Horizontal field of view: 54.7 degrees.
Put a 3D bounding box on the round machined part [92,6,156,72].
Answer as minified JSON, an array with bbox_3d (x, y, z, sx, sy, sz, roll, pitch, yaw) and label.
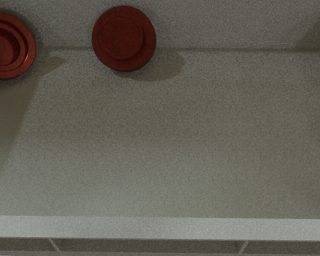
[{"bbox_3d":[-0.056,-0.136,0.472,0.099,0.097,0.042,0,5,4],"label":"round machined part"}]

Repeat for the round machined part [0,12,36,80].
[{"bbox_3d":[-0.245,-0.122,0.471,0.099,0.098,0.042,-37,21,-27],"label":"round machined part"}]
